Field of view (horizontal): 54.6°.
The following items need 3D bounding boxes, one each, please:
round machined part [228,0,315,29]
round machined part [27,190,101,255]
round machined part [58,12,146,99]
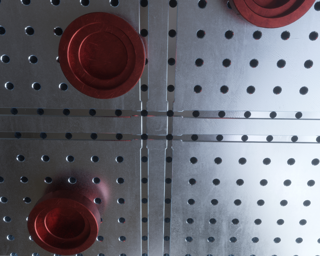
[{"bbox_3d":[0.122,-0.163,0.345,0.099,0.042,0.097,0,110,0],"label":"round machined part"},{"bbox_3d":[-0.135,0.132,0.452,0.099,0.042,0.097,0,110,0],"label":"round machined part"},{"bbox_3d":[-0.066,-0.087,0.372,0.099,0.042,0.097,0,110,0],"label":"round machined part"}]
